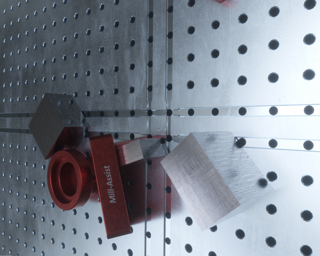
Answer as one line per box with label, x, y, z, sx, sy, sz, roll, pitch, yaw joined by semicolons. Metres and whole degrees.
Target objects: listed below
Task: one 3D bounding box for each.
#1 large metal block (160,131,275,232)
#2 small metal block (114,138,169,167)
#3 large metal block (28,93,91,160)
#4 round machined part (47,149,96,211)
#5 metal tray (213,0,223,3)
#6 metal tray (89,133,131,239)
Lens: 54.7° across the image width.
large metal block;0.061;0.050;0.324;0.050;0.081;0.080;-47;62;30
small metal block;-0.025;0.033;0.414;0.050;0.050;0.025;-23;76;38
large metal block;-0.177;-0.003;0.540;0.080;0.050;0.080;-51;60;27
round machined part;-0.143;0.084;0.517;0.098;0.042;0.097;0;90;40
metal tray;0.040;-0.218;0.372;0.130;0.030;0.089;39;114;33
metal tray;-0.071;0.080;0.432;0.090;0.030;0.129;128;130;-74
